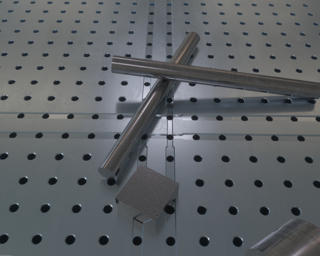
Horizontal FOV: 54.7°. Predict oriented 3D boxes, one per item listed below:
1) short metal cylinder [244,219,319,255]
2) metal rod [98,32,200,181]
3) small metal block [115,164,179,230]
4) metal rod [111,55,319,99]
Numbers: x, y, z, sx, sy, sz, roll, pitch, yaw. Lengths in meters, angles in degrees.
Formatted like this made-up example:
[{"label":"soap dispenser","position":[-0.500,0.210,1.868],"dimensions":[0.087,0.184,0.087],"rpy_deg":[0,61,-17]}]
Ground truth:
[{"label":"short metal cylinder","position":[0.120,0.127,0.266],"dimensions":[0.050,0.080,0.080],"rpy_deg":[-26,55,-20]},{"label":"metal rod","position":[-0.002,-0.051,0.450],"dimensions":[0.025,0.025,0.301],"rpy_deg":[18,52,15]},{"label":"small metal block","position":[-0.013,0.076,0.344],"dimensions":[0.050,0.025,0.050],"rpy_deg":[24,54,19]},{"label":"metal rod","position":[0.083,-0.072,0.446],"dimensions":[0.302,0.025,0.025],"rpy_deg":[7,50,-3]}]
